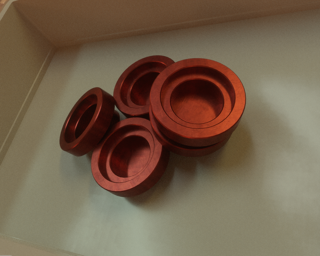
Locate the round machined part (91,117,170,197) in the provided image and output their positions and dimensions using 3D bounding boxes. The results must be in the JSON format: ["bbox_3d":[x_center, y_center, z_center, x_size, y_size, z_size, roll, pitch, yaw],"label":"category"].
[{"bbox_3d":[-0.033,0.039,0.385,0.098,0.042,0.098,-13,56,21],"label":"round machined part"}]

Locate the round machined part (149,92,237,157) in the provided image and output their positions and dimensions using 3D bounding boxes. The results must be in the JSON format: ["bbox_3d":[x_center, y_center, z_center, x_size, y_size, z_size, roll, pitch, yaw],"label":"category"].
[{"bbox_3d":[0.038,-0.011,0.366,0.099,0.042,0.098,-1,63,2],"label":"round machined part"}]

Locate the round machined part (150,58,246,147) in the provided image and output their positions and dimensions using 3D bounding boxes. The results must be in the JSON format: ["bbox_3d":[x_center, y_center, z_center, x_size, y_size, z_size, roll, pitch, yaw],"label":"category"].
[{"bbox_3d":[0.040,-0.024,0.337,0.099,0.042,0.098,-1,64,3],"label":"round machined part"}]

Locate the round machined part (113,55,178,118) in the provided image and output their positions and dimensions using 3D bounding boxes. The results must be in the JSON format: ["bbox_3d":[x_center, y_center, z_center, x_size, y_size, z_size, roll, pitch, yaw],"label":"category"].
[{"bbox_3d":[-0.012,-0.049,0.428,0.098,0.042,0.098,-13,56,21],"label":"round machined part"}]

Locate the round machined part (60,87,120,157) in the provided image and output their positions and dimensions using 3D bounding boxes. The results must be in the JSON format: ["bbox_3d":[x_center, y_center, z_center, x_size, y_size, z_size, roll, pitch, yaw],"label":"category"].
[{"bbox_3d":[-0.093,-0.005,0.432,0.098,0.042,0.098,-31,41,33],"label":"round machined part"}]
